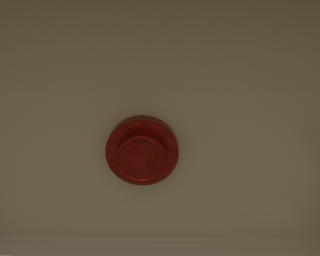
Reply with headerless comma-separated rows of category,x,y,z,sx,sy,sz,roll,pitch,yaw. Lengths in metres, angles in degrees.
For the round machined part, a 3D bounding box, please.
round machined part,-0.024,0.036,0.415,0.099,0.042,0.097,0,110,-1
